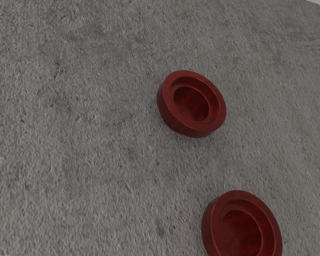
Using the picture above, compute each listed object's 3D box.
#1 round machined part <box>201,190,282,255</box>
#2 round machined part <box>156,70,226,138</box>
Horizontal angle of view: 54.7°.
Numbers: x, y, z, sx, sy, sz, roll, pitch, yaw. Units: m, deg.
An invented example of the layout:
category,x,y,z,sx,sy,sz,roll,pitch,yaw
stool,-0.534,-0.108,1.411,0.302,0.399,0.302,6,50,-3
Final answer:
category,x,y,z,sx,sy,sz,roll,pitch,yaw
round machined part,0.090,0.126,0.364,0.099,0.042,0.098,14,56,-21
round machined part,0.040,-0.029,0.432,0.099,0.042,0.098,14,56,-21
